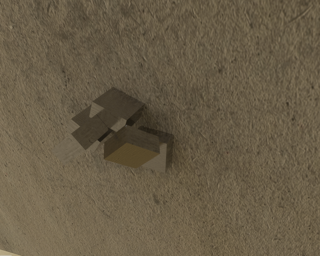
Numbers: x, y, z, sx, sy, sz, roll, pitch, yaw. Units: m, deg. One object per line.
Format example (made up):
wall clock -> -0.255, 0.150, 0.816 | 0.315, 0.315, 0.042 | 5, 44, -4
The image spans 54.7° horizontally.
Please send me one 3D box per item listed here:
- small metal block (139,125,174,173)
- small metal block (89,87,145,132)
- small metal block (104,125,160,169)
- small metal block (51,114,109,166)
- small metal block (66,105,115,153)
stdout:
small metal block -> -0.010, 0.029, 0.430 | 0.050, 0.025, 0.050 | 15, 125, 19
small metal block -> -0.055, -0.024, 0.405 | 0.050, 0.050, 0.025 | 28, 128, 10
small metal block -> -0.036, 0.025, 0.393 | 0.050, 0.025, 0.050 | 22, 139, -35
small metal block -> -0.099, 0.015, 0.387 | 0.050, 0.050, 0.025 | -33, 100, 38
small metal block -> -0.095, -0.001, 0.440 | 0.050, 0.050, 0.025 | 39, 129, 2
